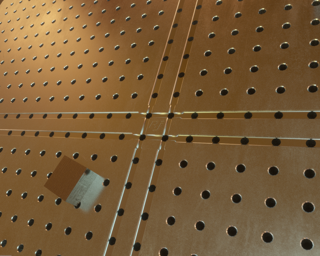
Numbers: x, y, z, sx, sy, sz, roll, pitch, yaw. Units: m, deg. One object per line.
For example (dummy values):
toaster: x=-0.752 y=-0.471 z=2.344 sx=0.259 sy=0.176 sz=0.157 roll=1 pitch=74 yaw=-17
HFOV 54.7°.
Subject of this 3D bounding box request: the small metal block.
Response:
small metal block: x=-0.123 y=0.072 z=0.427 sx=0.050 sy=0.025 sz=0.050 roll=21 pitch=72 yaw=35
